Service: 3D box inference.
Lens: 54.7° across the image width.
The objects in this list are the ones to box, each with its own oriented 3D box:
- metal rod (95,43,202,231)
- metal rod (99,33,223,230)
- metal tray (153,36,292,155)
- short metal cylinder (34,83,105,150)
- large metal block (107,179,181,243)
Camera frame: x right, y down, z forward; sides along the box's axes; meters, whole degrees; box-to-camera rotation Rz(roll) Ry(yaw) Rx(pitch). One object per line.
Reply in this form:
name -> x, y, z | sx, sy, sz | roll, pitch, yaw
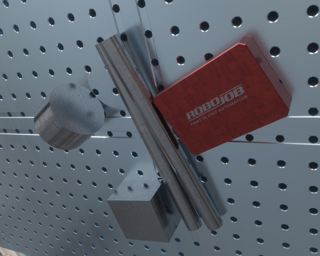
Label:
metal rod -> -0.008, 0.021, 0.428 | 0.025, 0.025, 0.299 | -13, 112, 33
metal rod -> 0.011, 0.019, 0.406 | 0.025, 0.025, 0.299 | -16, 114, 34
metal tray -> 0.067, -0.031, 0.354 | 0.130, 0.030, 0.090 | -29, 103, 37
short metal cylinder -> -0.125, -0.016, 0.432 | 0.050, 0.080, 0.080 | -35, 99, 38
large metal block -> -0.024, 0.129, 0.488 | 0.080, 0.050, 0.080 | -8, 115, 31
